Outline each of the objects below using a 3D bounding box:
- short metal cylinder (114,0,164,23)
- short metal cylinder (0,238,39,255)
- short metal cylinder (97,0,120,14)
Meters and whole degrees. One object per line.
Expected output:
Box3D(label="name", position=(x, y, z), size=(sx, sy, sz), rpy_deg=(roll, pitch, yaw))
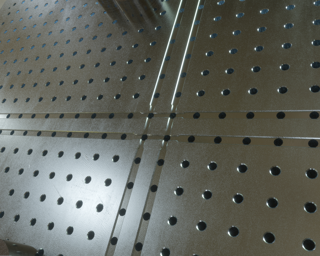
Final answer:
Box3D(label="short metal cylinder", position=(-0.039, -0.238, 0.559), size=(0.080, 0.050, 0.080), rpy_deg=(-13, 56, 21))
Box3D(label="short metal cylinder", position=(-0.199, 0.182, 0.385), size=(0.080, 0.050, 0.080), rpy_deg=(-13, 56, 21))
Box3D(label="short metal cylinder", position=(-0.092, -0.274, 0.609), size=(0.080, 0.050, 0.080), rpy_deg=(-13, 56, 21))
